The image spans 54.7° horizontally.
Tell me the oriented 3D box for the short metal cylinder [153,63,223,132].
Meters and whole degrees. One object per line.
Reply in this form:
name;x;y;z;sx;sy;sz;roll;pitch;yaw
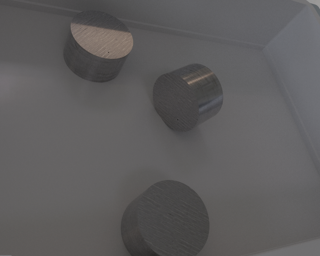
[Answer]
short metal cylinder;0.036;-0.041;0.415;0.050;0.080;0.080;-28;77;-37

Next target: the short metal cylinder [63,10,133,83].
short metal cylinder;-0.082;-0.107;0.411;0.081;0.050;0.080;14;56;-21

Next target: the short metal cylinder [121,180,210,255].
short metal cylinder;0.005;0.102;0.330;0.081;0.050;0.080;14;56;-21
